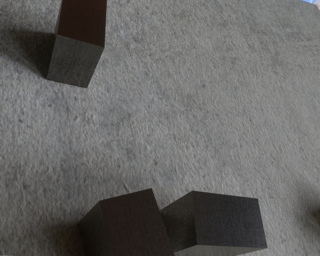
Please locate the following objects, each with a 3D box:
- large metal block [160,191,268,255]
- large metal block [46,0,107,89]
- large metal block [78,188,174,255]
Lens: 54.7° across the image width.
[{"bbox_3d":[0.052,0.108,0.332,0.081,0.080,0.050,12,57,-22],"label":"large metal block"},{"bbox_3d":[-0.103,-0.108,0.380,0.050,0.080,0.080,11,57,-23],"label":"large metal block"},{"bbox_3d":[-0.032,0.111,0.285,0.050,0.080,0.080,-7,66,-32],"label":"large metal block"}]
